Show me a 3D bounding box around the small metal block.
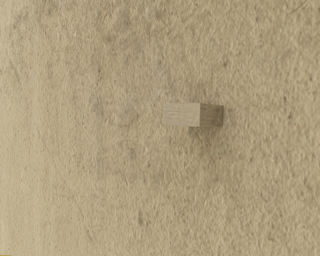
[{"bbox_3d":[0.039,-0.015,0.358,0.050,0.050,0.025,4,92,40],"label":"small metal block"}]
